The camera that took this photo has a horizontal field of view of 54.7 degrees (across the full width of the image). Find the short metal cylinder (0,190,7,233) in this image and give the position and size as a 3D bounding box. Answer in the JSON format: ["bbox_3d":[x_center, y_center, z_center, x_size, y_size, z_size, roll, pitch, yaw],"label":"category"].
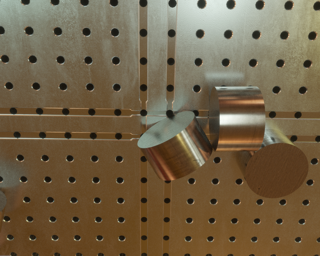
[{"bbox_3d":[-0.260,0.120,0.426,0.080,0.080,0.050,17,109,-7],"label":"short metal cylinder"}]

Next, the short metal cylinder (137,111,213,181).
[{"bbox_3d":[0.019,0.021,0.392,0.080,0.080,0.050,-28,108,9],"label":"short metal cylinder"}]

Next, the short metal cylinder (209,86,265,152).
[{"bbox_3d":[0.091,-0.011,0.381,0.050,0.080,0.079,-1,110,0],"label":"short metal cylinder"}]

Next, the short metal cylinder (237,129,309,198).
[{"bbox_3d":[0.149,0.047,0.419,0.081,0.050,0.079,0,110,0],"label":"short metal cylinder"}]
